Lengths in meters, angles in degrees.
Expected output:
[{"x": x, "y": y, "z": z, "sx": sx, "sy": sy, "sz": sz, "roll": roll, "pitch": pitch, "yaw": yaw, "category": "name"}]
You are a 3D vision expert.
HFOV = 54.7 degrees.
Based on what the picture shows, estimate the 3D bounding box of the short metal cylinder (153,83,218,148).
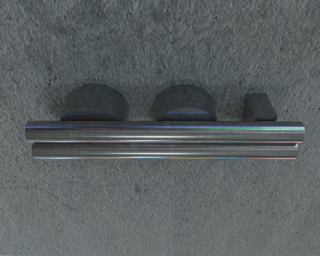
[{"x": 0.030, "y": -0.008, "z": 0.386, "sx": 0.081, "sy": 0.050, "sz": 0.079, "roll": 0, "pitch": 130, "yaw": 0, "category": "short metal cylinder"}]

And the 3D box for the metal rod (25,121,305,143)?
[{"x": 0.006, "y": 0.004, "z": 0.346, "sx": 0.302, "sy": 0.025, "sz": 0.025, "roll": 0, "pitch": 130, "yaw": -1, "category": "metal rod"}]

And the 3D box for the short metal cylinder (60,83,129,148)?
[{"x": -0.080, "y": -0.008, "z": 0.384, "sx": 0.081, "sy": 0.050, "sz": 0.079, "roll": 0, "pitch": 130, "yaw": 0, "category": "short metal cylinder"}]

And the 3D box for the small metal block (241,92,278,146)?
[{"x": 0.121, "y": -0.010, "z": 0.387, "sx": 0.025, "sy": 0.050, "sz": 0.050, "roll": -1, "pitch": 130, "yaw": 1, "category": "small metal block"}]

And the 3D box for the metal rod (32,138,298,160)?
[{"x": 0.006, "y": 0.024, "z": 0.363, "sx": 0.302, "sy": 0.025, "sz": 0.025, "roll": 0, "pitch": 130, "yaw": -1, "category": "metal rod"}]
